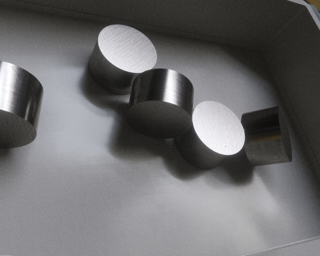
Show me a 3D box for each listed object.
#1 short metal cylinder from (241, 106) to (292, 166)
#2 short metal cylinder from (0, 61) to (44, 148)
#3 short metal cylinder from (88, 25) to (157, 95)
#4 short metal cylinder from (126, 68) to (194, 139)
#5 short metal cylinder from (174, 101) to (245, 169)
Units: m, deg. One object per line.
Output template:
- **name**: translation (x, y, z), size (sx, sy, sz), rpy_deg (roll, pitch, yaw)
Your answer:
- **short metal cylinder**: translation (0.154, 0.012, 0.444), size (0.080, 0.050, 0.080), rpy_deg (31, 53, -53)
- **short metal cylinder**: translation (-0.158, -0.020, 0.298), size (0.081, 0.080, 0.050), rpy_deg (10, 57, -23)
- **short metal cylinder**: translation (-0.051, -0.092, 0.420), size (0.081, 0.050, 0.080), rpy_deg (14, 56, -21)
- **short metal cylinder**: translation (0.001, -0.029, 0.390), size (0.081, 0.080, 0.050), rpy_deg (19, 54, -18)
- **short metal cylinder**: translation (0.067, 0.010, 0.421), size (0.081, 0.050, 0.080), rpy_deg (14, 56, -21)
